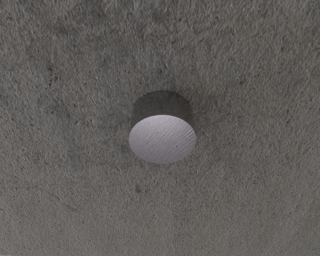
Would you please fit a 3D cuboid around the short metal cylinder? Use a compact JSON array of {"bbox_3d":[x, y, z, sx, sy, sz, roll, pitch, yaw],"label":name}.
[{"bbox_3d":[0.003,0.000,0.390,0.080,0.050,0.080,0,130,0],"label":"short metal cylinder"}]
